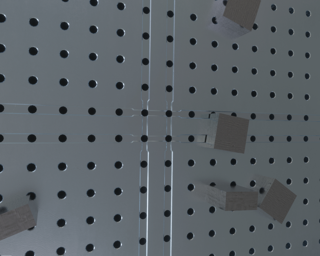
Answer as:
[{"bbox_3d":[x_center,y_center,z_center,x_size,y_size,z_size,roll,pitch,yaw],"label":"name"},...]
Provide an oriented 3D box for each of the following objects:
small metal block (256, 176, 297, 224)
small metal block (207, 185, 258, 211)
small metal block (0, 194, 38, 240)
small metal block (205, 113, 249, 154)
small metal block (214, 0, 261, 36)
[{"bbox_3d":[0.174,0.110,0.476,0.050,0.025,0.050,37,78,-16],"label":"small metal block"},{"bbox_3d":[0.101,0.097,0.436,0.050,0.050,0.025,4,89,-20],"label":"small metal block"},{"bbox_3d":[-0.164,0.098,0.339,0.050,0.050,0.025,-20,97,-19],"label":"small metal block"},{"bbox_3d":[0.097,0.008,0.448,0.050,0.025,0.050,11,86,-20],"label":"small metal block"},{"bbox_3d":[0.113,-0.171,0.454,0.050,0.025,0.050,21,83,-19],"label":"small metal block"}]
